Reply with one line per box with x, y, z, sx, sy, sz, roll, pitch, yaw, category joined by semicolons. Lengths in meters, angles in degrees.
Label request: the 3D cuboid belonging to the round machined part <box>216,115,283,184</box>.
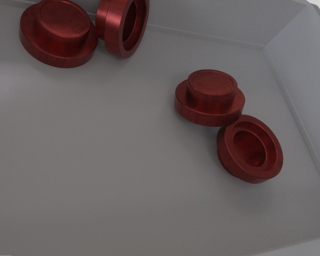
0.121;0.033;0.440;0.099;0.042;0.098;14;56;-21;round machined part

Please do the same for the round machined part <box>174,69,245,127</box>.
0.071;-0.048;0.436;0.099;0.042;0.098;3;39;-2;round machined part

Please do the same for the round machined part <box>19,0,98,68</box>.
-0.129;-0.130;0.405;0.099;0.042;0.098;13;56;-21;round machined part

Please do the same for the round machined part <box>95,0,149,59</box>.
-0.054;-0.149;0.425;0.042;0.097;0.098;21;51;10;round machined part
